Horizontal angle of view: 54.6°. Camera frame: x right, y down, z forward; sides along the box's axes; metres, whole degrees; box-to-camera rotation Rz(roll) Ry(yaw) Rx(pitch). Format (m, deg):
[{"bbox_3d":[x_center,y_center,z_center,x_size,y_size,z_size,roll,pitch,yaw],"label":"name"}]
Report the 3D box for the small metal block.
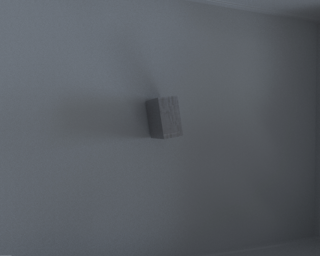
[{"bbox_3d":[0.004,-0.013,0.395,0.025,0.050,0.050,-9,93,-20],"label":"small metal block"}]
